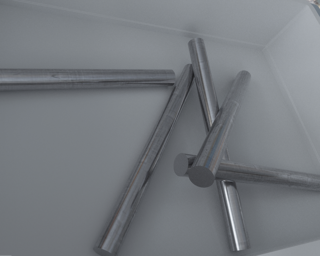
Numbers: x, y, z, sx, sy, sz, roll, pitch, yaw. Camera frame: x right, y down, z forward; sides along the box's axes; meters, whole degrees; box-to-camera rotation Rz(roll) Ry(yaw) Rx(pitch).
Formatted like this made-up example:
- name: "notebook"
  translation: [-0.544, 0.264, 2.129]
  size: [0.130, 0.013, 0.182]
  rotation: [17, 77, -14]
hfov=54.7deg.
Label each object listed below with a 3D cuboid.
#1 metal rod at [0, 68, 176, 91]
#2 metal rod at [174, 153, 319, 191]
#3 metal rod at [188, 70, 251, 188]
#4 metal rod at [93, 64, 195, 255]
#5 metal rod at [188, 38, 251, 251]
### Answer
- name: "metal rod"
  translation: [-0.113, -0.060, 0.381]
  size: [0.303, 0.025, 0.025]
  rotation: [-6, 65, -31]
- name: "metal rod"
  translation: [0.146, 0.064, 0.413]
  size: [0.302, 0.025, 0.025]
  rotation: [12, 56, -33]
- name: "metal rod"
  translation: [0.092, -0.021, 0.415]
  size: [0.025, 0.025, 0.301]
  rotation: [40, 35, -1]
- name: "metal rod"
  translation: [-0.002, 0.016, 0.394]
  size: [0.025, 0.025, 0.301]
  rotation: [32, 52, -8]
- name: "metal rod"
  translation: [0.076, 0.007, 0.423]
  size: [0.025, 0.025, 0.299]
  rotation: [3, 66, -27]
